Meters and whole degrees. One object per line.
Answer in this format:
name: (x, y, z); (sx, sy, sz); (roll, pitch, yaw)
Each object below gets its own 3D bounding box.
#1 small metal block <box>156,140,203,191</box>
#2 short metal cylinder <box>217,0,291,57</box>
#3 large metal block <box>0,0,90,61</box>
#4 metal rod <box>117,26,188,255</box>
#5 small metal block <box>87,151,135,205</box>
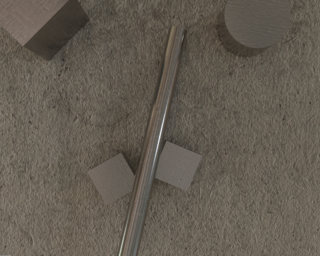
small metal block: (0.022, 0.049, 0.410); (0.050, 0.025, 0.050); (23, 90, -1)
short metal cylinder: (0.118, -0.137, 0.399); (0.081, 0.050, 0.079); (0, 90, -1)
large metal block: (-0.141, -0.136, 0.381); (0.050, 0.080, 0.080); (44, 90, -1)
metal rod: (-0.008, 0.015, 0.392); (0.025, 0.025, 0.299); (13, 83, -1)
small metal block: (-0.059, 0.065, 0.409); (0.050, 0.025, 0.050); (-30, 90, 0)
